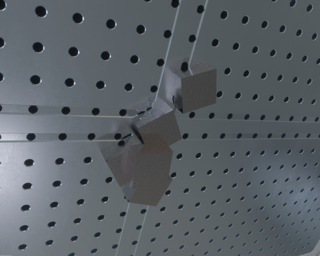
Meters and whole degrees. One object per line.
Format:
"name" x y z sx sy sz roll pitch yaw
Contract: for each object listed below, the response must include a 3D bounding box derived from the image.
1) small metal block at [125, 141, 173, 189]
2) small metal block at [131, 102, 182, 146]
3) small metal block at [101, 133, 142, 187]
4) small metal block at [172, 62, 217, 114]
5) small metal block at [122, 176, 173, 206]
"small metal block" -0.015 0.047 0.399 0.050 0.025 0.050 -6 121 -26
"small metal block" -0.004 0.001 0.409 0.050 0.025 0.050 -28 128 -11
"small metal block" -0.043 0.043 0.413 0.050 0.025 0.050 -28 128 -11
"small metal block" 0.045 -0.052 0.403 0.050 0.025 0.050 -18 126 -18
"small metal block" -0.018 0.084 0.452 0.050 0.025 0.050 19 108 -36
